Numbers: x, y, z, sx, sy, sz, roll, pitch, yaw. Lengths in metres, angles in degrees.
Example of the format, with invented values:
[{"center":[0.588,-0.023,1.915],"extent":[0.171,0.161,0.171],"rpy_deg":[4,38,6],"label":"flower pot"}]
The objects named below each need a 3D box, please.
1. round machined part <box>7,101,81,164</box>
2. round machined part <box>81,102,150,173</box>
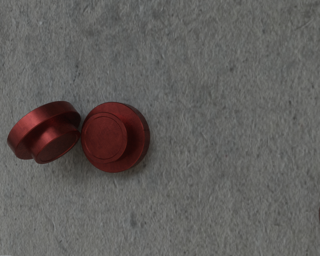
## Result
[{"center":[-0.149,0.012,0.421],"extent":[0.098,0.098,0.042],"rpy_deg":[-44,77,14],"label":"round machined part"},{"center":[-0.067,0.013,0.422],"extent":[0.098,0.042,0.097],"rpy_deg":[0,90,19],"label":"round machined part"}]
